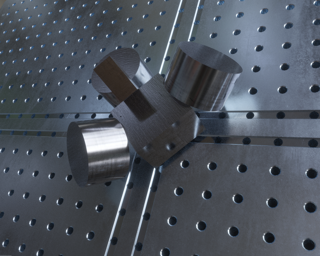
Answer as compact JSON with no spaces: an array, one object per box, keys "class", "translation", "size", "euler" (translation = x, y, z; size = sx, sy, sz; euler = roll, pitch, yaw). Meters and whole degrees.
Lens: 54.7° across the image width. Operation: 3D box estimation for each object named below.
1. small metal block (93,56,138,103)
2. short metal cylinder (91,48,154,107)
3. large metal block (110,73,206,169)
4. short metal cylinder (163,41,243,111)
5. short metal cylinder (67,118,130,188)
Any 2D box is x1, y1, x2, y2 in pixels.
[{"class":"small metal block","translation":[-0.053,-0.061,0.389],"size":[0.025,0.050,0.050],"euler":[-39,7,4]},{"class":"short metal cylinder","translation":[-0.054,-0.072,0.460],"size":[0.080,0.050,0.080],"euler":[-13,56,21]},{"class":"large metal block","translation":[-0.003,-0.010,0.392],"size":[0.080,0.050,0.080],"euler":[-39,51,2]},{"class":"short metal cylinder","translation":[0.050,-0.063,0.371],"size":[0.080,0.081,0.050],"euler":[51,130,39]},{"class":"short metal cylinder","translation":[-0.078,0.029,0.384],"size":[0.080,0.050,0.079],"euler":[18,112,55]}]
